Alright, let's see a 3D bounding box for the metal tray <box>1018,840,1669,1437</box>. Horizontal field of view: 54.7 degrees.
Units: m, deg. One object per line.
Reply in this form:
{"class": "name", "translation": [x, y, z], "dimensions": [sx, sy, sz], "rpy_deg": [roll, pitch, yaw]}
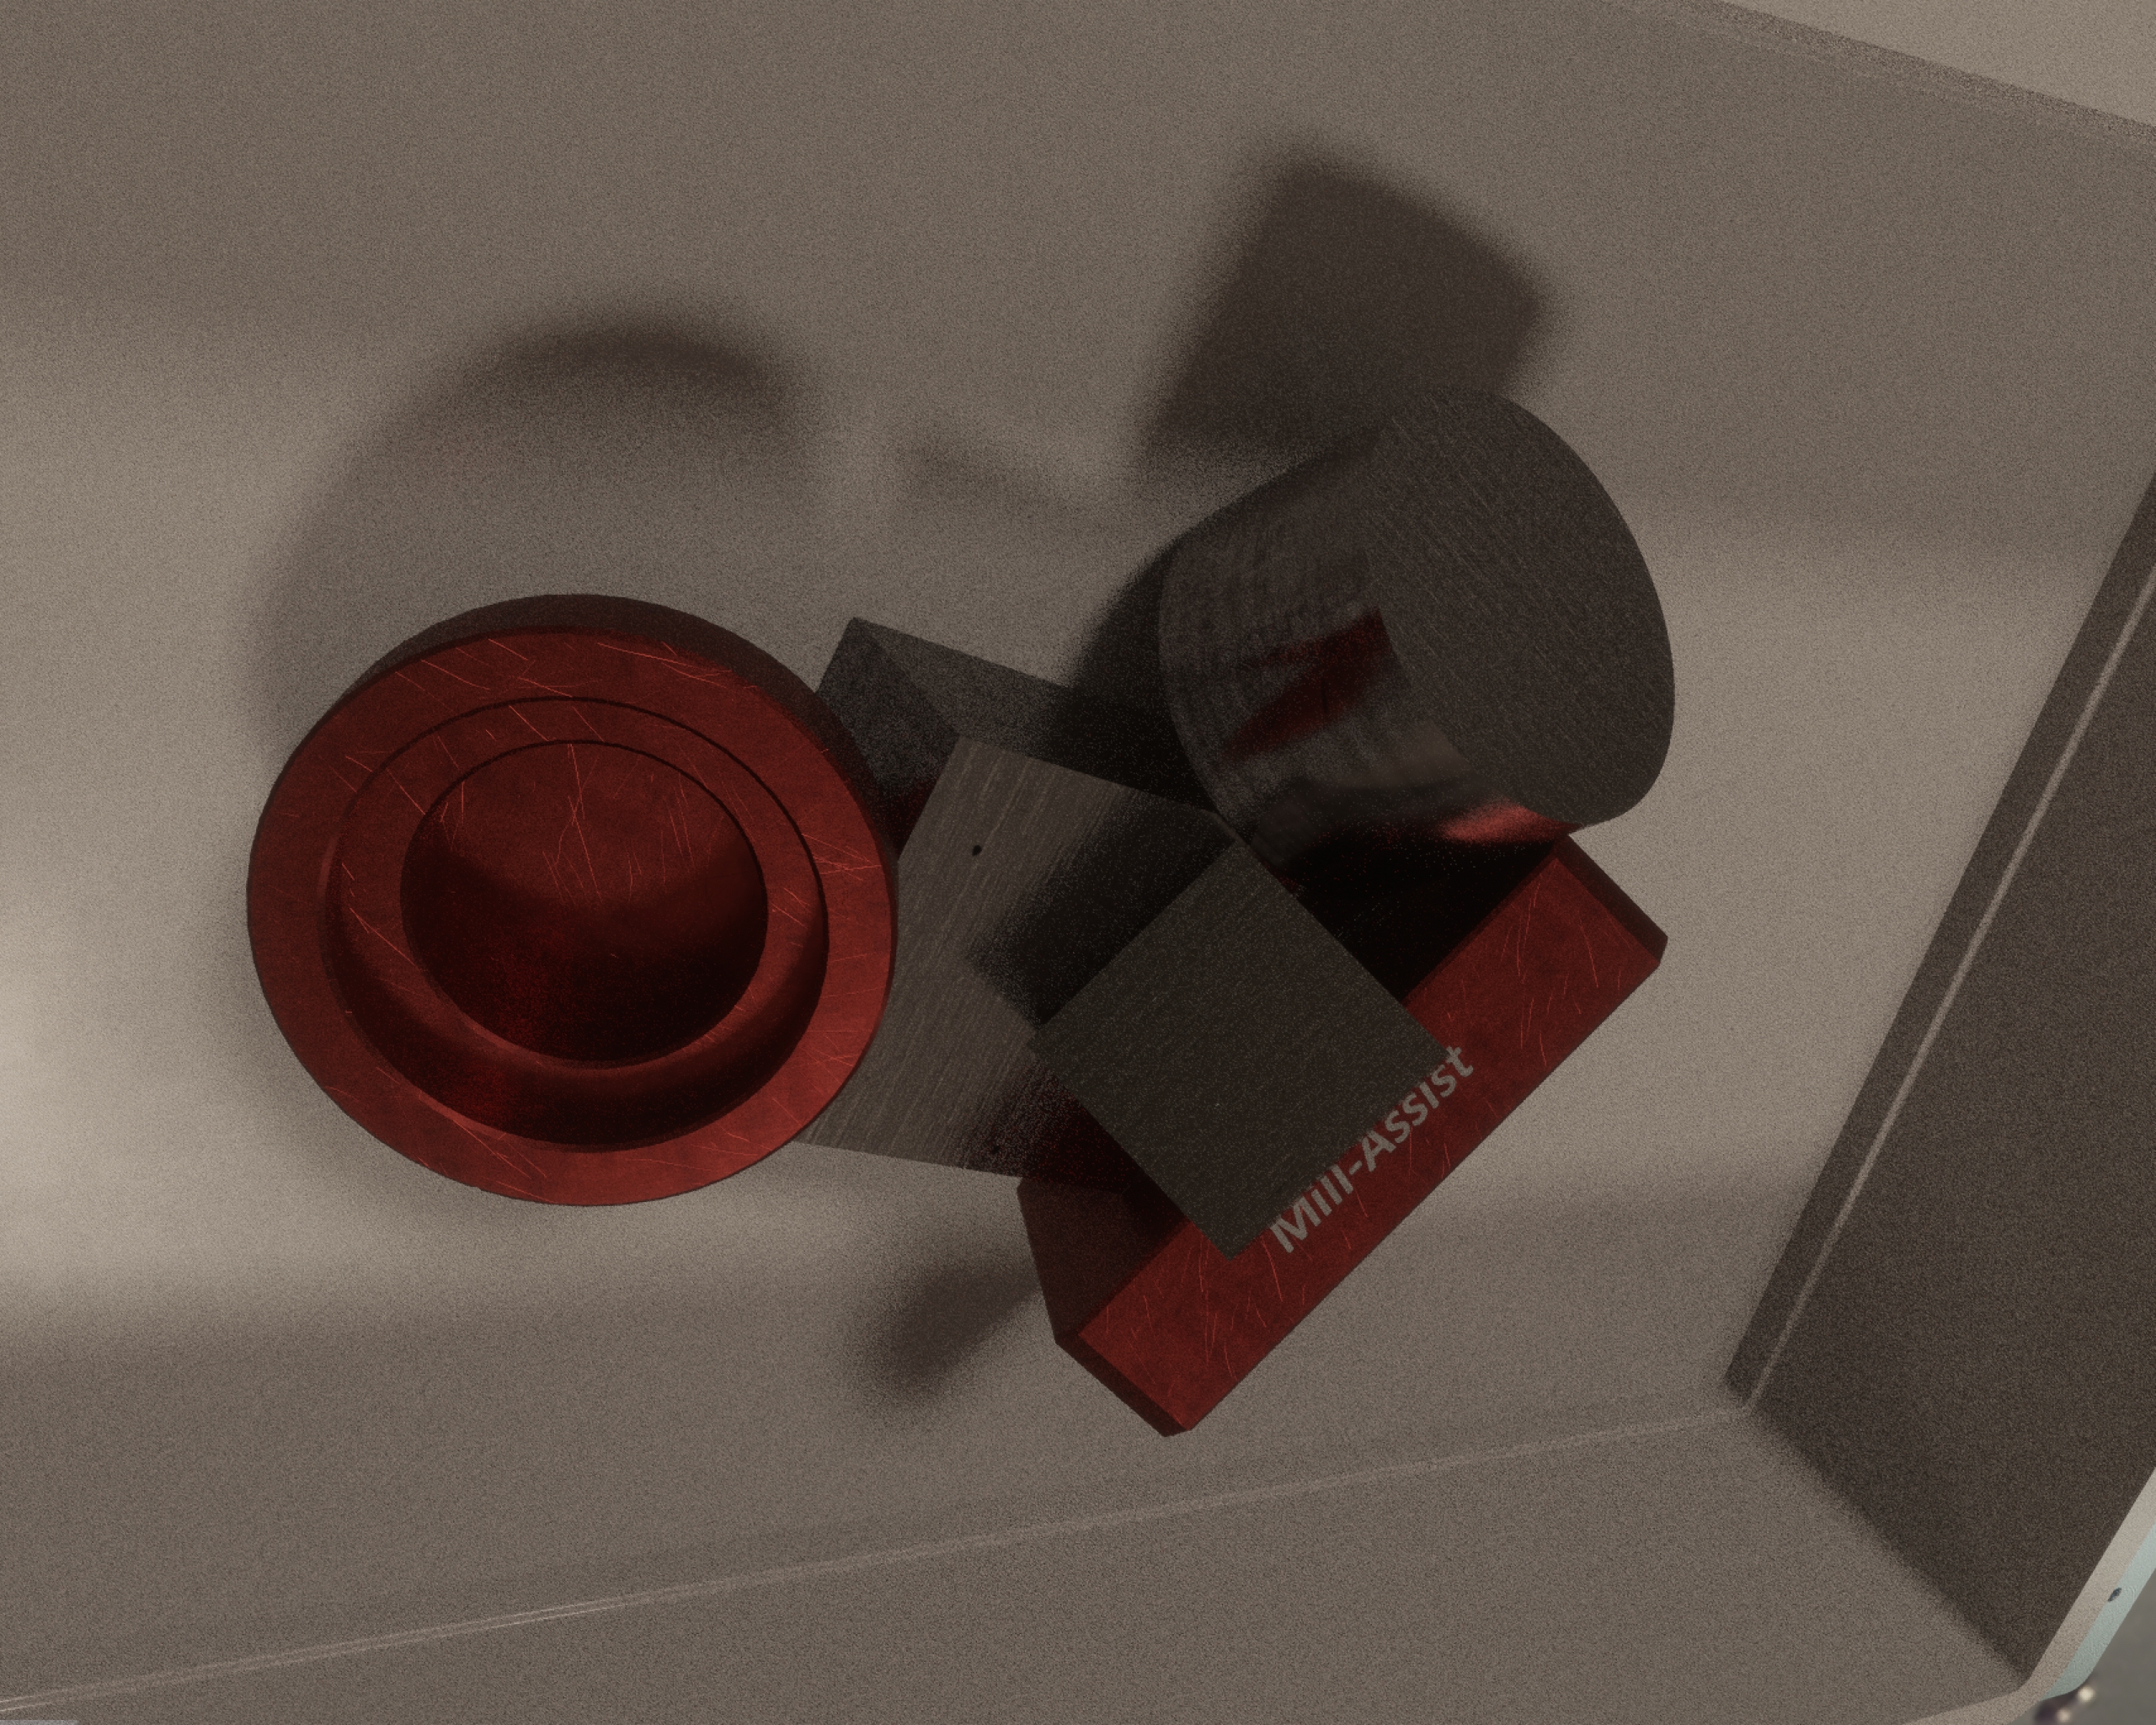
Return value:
{"class": "metal tray", "translation": [0.047, 0.043, 0.417], "dimensions": [0.130, 0.090, 0.030], "rpy_deg": [-45, 102, 3]}

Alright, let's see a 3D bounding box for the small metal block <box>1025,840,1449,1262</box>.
{"class": "small metal block", "translation": [0.028, 0.032, 0.361], "dimensions": [0.050, 0.050, 0.025], "rpy_deg": [-44, 168, 3]}

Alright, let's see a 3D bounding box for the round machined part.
{"class": "round machined part", "translation": [-0.079, 0.003, 0.341], "dimensions": [0.099, 0.042, 0.097], "rpy_deg": [-2, 111, -4]}

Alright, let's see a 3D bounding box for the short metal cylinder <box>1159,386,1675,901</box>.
{"class": "short metal cylinder", "translation": [0.061, -0.038, 0.375], "dimensions": [0.081, 0.080, 0.050], "rpy_deg": [17, 153, -35]}

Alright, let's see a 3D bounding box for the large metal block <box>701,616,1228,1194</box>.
{"class": "large metal block", "translation": [-0.016, 0.010, 0.390], "dimensions": [0.081, 0.050, 0.080], "rpy_deg": [16, 110, -35]}
